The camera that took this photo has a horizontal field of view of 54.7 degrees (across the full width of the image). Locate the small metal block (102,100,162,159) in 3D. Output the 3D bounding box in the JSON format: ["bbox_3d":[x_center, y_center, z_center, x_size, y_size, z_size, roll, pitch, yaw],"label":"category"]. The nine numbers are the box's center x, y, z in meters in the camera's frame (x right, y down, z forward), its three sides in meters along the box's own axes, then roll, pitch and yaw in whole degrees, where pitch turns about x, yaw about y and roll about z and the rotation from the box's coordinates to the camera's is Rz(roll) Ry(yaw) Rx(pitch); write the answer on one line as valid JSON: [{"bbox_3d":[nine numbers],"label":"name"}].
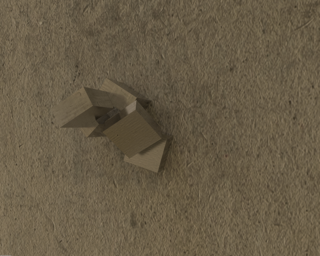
[{"bbox_3d":[-0.033,0.002,0.381,0.050,0.025,0.050,-33,117,17],"label":"small metal block"}]

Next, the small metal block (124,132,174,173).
[{"bbox_3d":[-0.015,0.027,0.415,0.050,0.025,0.050,17,96,18],"label":"small metal block"}]

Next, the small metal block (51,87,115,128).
[{"bbox_3d":[-0.092,-0.023,0.375,0.050,0.050,0.025,-31,80,17],"label":"small metal block"}]

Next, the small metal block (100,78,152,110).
[{"bbox_3d":[-0.046,-0.040,0.412,0.050,0.050,0.025,34,101,16],"label":"small metal block"}]

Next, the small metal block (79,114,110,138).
[{"bbox_3d":[-0.095,-0.014,0.429,0.025,0.050,0.050,-47,76,14],"label":"small metal block"}]
